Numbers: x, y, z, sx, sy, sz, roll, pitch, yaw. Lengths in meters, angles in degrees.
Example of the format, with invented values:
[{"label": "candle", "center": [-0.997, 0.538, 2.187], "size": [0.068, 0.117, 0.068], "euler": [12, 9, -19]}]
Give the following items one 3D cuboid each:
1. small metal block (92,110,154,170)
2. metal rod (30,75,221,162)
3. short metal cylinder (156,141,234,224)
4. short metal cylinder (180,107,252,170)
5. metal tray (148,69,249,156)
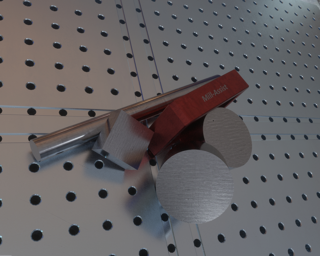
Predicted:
[{"label": "small metal block", "center": [-0.041, 0.015, 0.356], "size": [0.050, 0.025, 0.050], "euler": [36, 65, -29]}, {"label": "metal rod", "center": [-0.017, -0.025, 0.409], "size": [0.302, 0.025, 0.025], "euler": [-24, 75, -36]}, {"label": "short metal cylinder", "center": [0.038, 0.058, 0.345], "size": [0.080, 0.080, 0.050], "euler": [40, 9, -1]}, {"label": "short metal cylinder", "center": [0.074, 0.019, 0.409], "size": [0.081, 0.050, 0.080], "euler": [13, 64, -28]}, {"label": "metal tray", "center": [0.046, -0.021, 0.399], "size": [0.131, 0.090, 0.030], "euler": [-30, 79, -38]}]
